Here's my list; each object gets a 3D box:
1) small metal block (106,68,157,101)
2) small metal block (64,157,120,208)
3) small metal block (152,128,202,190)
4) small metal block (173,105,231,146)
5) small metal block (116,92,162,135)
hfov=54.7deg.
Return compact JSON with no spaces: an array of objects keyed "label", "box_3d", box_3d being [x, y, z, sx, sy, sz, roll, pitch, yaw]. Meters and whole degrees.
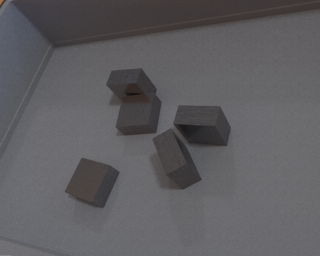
[{"label":"small metal block","box_3d":[-0.040,-0.059,0.445,0.050,0.050,0.025,1,62,28]},{"label":"small metal block","box_3d":[-0.089,0.071,0.407,0.050,0.025,0.050,10,66,32]},{"label":"small metal block","box_3d":[0.020,0.036,0.356,0.025,0.050,0.050,-30,52,9]},{"label":"small metal block","box_3d":[0.051,-0.003,0.364,0.050,0.050,0.025,3,64,29]},{"label":"small metal block","box_3d":[-0.029,-0.019,0.431,0.050,0.025,0.050,-5,60,25]}]
